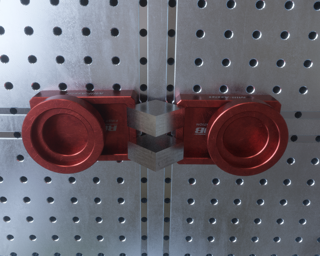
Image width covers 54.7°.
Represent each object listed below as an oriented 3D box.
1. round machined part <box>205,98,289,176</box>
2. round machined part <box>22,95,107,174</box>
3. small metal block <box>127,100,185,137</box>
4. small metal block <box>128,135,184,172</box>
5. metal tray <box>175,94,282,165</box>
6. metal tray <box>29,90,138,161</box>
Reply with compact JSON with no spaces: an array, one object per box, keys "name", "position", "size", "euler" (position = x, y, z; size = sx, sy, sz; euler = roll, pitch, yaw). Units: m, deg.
[{"name":"round machined part","position":[0.107,0.008,0.395],"size":[0.099,0.042,0.097],"euler":[0,110,0]},{"name":"round machined part","position":[-0.117,0.005,0.392],"size":[0.099,0.042,0.097],"euler":[0,110,0]},{"name":"small metal block","position":[-0.005,-0.014,0.380],"size":[0.050,0.050,0.025],"euler":[19,117,41]},{"name":"small metal block","position":[-0.005,0.028,0.394],"size":[0.050,0.050,0.025],"euler":[19,117,41]},{"name":"metal tray","position":[0.086,0.003,0.413],"size":[0.131,0.030,0.089],"euler":[1,110,-1]},{"name":"metal tray","position":[-0.095,-0.002,0.410],"size":[0.131,0.030,0.089],"euler":[-1,112,0]}]
